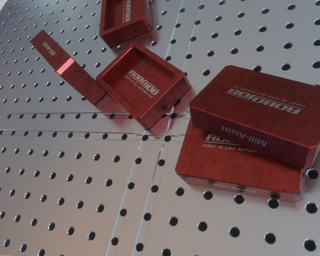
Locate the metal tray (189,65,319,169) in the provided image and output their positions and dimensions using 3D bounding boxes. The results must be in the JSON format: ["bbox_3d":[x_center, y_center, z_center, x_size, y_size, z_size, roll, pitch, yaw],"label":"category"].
[{"bbox_3d":[0.109,-0.019,0.329,0.130,0.030,0.090,22,51,31],"label":"metal tray"}]

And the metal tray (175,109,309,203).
[{"bbox_3d":[0.091,0.024,0.344,0.130,0.030,0.090,5,64,30],"label":"metal tray"}]

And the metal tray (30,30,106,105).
[{"bbox_3d":[-0.151,-0.100,0.508,0.030,0.090,0.130,-45,51,-3],"label":"metal tray"}]

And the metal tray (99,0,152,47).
[{"bbox_3d":[-0.063,-0.218,0.573,0.090,0.030,0.130,-16,55,19],"label":"metal tray"}]

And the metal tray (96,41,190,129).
[{"bbox_3d":[-0.029,-0.068,0.463,0.090,0.030,0.130,-45,51,-4],"label":"metal tray"}]
